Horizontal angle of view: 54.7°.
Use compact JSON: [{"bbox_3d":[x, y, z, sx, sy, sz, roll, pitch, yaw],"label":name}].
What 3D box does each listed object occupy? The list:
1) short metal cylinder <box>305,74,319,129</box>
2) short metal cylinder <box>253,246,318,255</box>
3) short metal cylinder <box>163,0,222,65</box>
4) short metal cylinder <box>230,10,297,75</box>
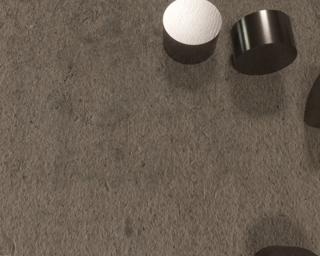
[{"bbox_3d":[0.228,-0.034,0.394,0.050,0.080,0.080,16,71,5],"label":"short metal cylinder"},{"bbox_3d":[0.139,0.170,0.334,0.081,0.050,0.080,0,70,0],"label":"short metal cylinder"},{"bbox_3d":[0.044,-0.139,0.446,0.081,0.050,0.080,0,70,0],"label":"short metal cylinder"},{"bbox_3d":[0.140,-0.114,0.422,0.081,0.080,0.050,-2,70,-1],"label":"short metal cylinder"}]
